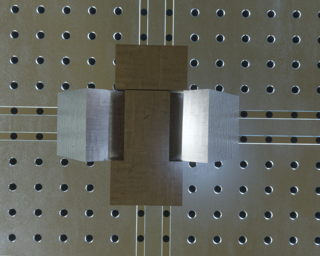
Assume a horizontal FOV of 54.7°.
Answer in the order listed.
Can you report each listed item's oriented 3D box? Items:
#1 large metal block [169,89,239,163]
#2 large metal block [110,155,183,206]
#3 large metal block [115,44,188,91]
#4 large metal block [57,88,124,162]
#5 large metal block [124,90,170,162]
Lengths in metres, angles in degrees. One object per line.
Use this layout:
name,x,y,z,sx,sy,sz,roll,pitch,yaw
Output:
large metal block,0.056,-0.002,0.378,0.050,0.081,0.079,1,89,37
large metal block,-0.015,0.061,0.385,0.081,0.080,0.050,1,90,-1
large metal block,-0.010,-0.068,0.385,0.081,0.080,0.050,1,90,-1
large metal block,-0.086,-0.004,0.378,0.050,0.080,0.079,0,91,-40
large metal block,-0.015,-0.002,0.385,0.050,0.080,0.079,1,90,0
